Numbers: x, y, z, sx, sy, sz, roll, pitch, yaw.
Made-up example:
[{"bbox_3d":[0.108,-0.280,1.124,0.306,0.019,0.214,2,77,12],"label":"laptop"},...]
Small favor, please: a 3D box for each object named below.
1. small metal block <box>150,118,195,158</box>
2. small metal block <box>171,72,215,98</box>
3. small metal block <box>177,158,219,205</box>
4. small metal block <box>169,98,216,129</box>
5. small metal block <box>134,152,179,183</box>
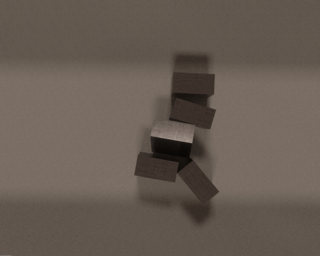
[{"bbox_3d":[0.016,0.014,0.394,0.050,0.050,0.025,10,64,5],"label":"small metal block"},{"bbox_3d":[0.041,-0.054,0.399,0.050,0.050,0.025,2,90,-1],"label":"small metal block"},{"bbox_3d":[0.046,0.066,0.400,0.025,0.050,0.050,-40,91,0],"label":"small metal block"},{"bbox_3d":[0.040,-0.017,0.399,0.050,0.050,0.025,16,90,-1],"label":"small metal block"},{"bbox_3d":[-0.004,0.049,0.399,0.050,0.050,0.025,10,90,0],"label":"small metal block"}]
